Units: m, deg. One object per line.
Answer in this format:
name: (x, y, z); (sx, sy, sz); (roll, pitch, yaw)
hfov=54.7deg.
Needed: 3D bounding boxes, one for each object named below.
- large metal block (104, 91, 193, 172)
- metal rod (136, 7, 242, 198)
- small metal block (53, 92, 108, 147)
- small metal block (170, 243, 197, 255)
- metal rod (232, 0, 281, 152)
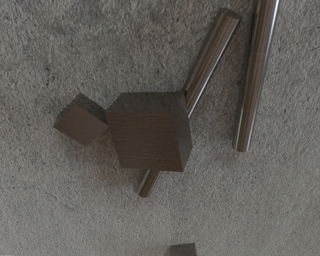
large metal block: (-0.010, 0.004, 0.372); (0.080, 0.050, 0.079); (1, 123, 20)
metal rod: (0.023, -0.007, 0.401); (0.025, 0.025, 0.298); (14, 129, -12)
small metal block: (-0.099, -0.010, 0.398); (0.050, 0.025, 0.050); (37, 121, -28)
small metal block: (0.050, 0.261, 0.631); (0.050, 0.025, 0.050); (-9, 130, 7)
metal rod: (0.107, -0.089, 0.333); (0.025, 0.025, 0.298); (-2, 130, 1)
